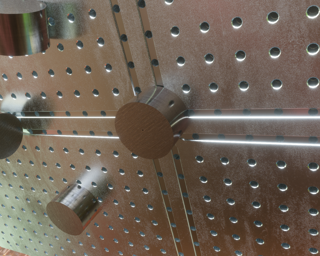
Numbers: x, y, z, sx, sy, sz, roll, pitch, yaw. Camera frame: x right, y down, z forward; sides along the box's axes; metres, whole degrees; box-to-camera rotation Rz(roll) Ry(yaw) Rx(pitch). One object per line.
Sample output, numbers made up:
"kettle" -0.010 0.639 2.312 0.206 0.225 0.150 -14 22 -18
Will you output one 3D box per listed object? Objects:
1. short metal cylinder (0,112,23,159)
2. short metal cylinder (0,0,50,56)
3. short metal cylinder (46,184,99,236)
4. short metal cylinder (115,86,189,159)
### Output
"short metal cylinder" -0.287 0.010 0.534 0.050 0.080 0.079 10 123 23
"short metal cylinder" -0.184 -0.130 0.392 0.080 0.080 0.050 19 126 17
"short metal cylinder" -0.161 0.151 0.573 0.080 0.050 0.079 13 124 21
"short metal cylinder" -0.010 -0.007 0.396 0.080 0.050 0.079 13 124 21
